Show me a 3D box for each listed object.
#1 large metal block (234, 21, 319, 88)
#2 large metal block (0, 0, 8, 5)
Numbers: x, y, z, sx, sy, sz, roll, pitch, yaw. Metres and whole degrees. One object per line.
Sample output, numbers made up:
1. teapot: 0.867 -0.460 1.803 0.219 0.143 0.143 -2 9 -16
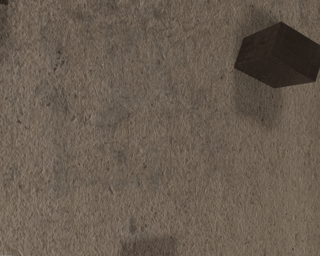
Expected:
1. large metal block: 0.168 -0.100 0.444 0.080 0.080 0.050 22 83 -19
2. large metal block: -0.198 -0.169 0.306 0.081 0.080 0.050 4 89 -20
